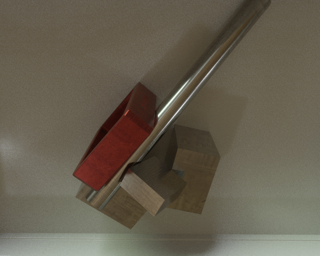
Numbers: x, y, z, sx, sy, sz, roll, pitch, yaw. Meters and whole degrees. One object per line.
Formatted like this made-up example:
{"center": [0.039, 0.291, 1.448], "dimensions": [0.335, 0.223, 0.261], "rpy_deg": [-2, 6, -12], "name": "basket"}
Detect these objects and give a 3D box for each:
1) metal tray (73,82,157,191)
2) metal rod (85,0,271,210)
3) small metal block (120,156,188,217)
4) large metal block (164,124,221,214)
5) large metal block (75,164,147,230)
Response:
{"center": [-0.045, 0.003, 0.354], "dimensions": [0.030, 0.130, 0.090], "rpy_deg": [39, 106, -12], "name": "metal tray"}
{"center": [0.022, -0.033, 0.350], "dimensions": [0.025, 0.025, 0.300], "rpy_deg": [40, 88, -14], "name": "metal rod"}
{"center": [-0.006, 0.062, 0.340], "dimensions": [0.050, 0.050, 0.025], "rpy_deg": [38, 117, 19], "name": "small metal block"}
{"center": [0.035, 0.050, 0.401], "dimensions": [0.050, 0.080, 0.079], "rpy_deg": [13, 110, -5], "name": "large metal block"}
{"center": [-0.054, 0.072, 0.408], "dimensions": [0.080, 0.080, 0.050], "rpy_deg": [35, 106, -12], "name": "large metal block"}
